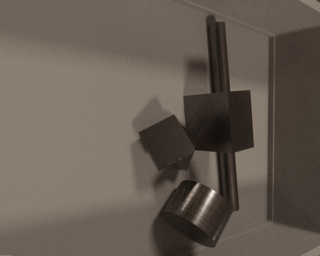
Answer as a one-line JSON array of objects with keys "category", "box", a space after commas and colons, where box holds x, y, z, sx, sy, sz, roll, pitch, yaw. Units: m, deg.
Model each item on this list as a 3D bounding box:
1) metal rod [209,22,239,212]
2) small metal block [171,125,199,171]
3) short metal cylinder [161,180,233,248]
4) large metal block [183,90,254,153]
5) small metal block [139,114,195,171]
[{"category": "metal rod", "box": [0.103, -0.015, 0.495, 0.025, 0.025, 0.298, -9, 96, -40]}, {"category": "small metal block", "box": [0.022, 0.025, 0.427, 0.050, 0.025, 0.050, 36, 68, -34]}, {"category": "short metal cylinder", "box": [0.049, 0.115, 0.415, 0.080, 0.080, 0.050, 52, 60, -28]}, {"category": "large metal block", "box": [0.083, -0.010, 0.443, 0.050, 0.080, 0.079, -9, 96, -40]}, {"category": "small metal block", "box": [0.008, 0.019, 0.388, 0.050, 0.025, 0.050, -27, 72, -9]}]
